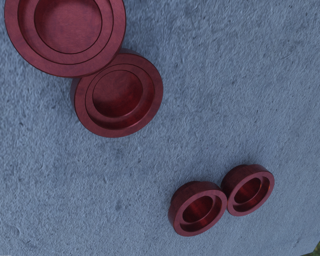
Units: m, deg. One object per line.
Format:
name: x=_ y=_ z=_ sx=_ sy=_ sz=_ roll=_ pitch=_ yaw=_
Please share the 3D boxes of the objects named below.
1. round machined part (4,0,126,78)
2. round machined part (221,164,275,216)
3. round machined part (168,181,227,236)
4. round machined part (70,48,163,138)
round machined part: x=-0.080 y=-0.093 z=0.277 sx=0.099 sy=0.042 sz=0.097 roll=-1 pitch=97 yaw=-7
round machined part: x=0.146 y=0.102 z=0.539 sx=0.099 sy=0.042 sz=0.097 roll=-14 pitch=124 yaw=-21
round machined part: x=0.057 y=0.125 z=0.504 sx=0.099 sy=0.042 sz=0.097 roll=-14 pitch=124 yaw=-21
round machined part: x=-0.049 y=-0.041 z=0.343 sx=0.099 sy=0.042 sz=0.097 roll=-14 pitch=124 yaw=-21
